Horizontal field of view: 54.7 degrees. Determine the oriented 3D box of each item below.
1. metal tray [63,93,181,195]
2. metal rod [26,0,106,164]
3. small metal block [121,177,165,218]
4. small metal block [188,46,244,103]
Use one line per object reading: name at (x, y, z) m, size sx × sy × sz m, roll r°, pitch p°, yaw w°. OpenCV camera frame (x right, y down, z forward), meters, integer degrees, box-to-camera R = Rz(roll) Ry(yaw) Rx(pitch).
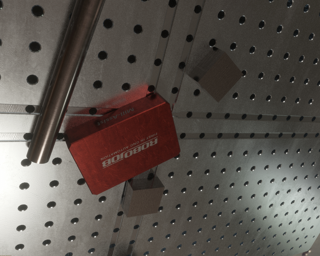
metal tray at (-0.043, 0.021, 0.399) m, size 0.131 × 0.030 × 0.090 m, roll -25°, pitch 128°, yaw -14°
metal rod at (-0.080, -0.094, 0.309) m, size 0.025 × 0.025 × 0.298 m, roll 12°, pitch 112°, yaw -34°
small metal block at (-0.026, 0.103, 0.462) m, size 0.050 × 0.025 × 0.050 m, roll -1°, pitch 119°, yaw -29°
small metal block at (0.074, -0.070, 0.410) m, size 0.050 × 0.025 × 0.050 m, roll -49°, pitch 129°, yaw 6°
